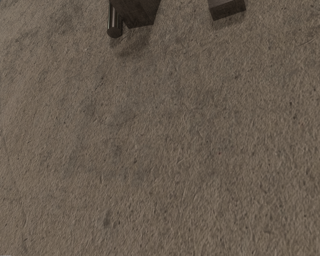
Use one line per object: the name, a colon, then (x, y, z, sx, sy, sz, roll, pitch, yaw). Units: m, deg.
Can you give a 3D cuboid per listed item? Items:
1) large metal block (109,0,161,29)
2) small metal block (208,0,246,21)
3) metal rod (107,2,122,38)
large metal block: (-0.042, -0.232, 0.531, 0.050, 0.080, 0.080, -1, 62, 28)
small metal block: (0.100, -0.197, 0.471, 0.050, 0.025, 0.050, -13, 56, 20)
metal rod: (-0.088, -0.295, 0.628, 0.025, 0.025, 0.299, -16, 55, 19)
